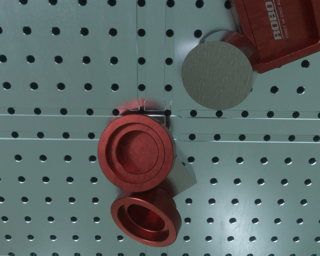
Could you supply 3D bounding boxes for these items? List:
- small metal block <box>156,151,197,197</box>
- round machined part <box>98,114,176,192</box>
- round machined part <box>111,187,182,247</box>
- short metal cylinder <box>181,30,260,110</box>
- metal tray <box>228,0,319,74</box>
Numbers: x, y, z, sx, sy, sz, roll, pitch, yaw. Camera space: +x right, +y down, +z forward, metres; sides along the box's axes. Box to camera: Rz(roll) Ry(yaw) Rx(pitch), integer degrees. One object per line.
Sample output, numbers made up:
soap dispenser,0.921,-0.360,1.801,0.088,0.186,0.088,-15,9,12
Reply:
small metal block,0.017,0.067,0.438,0.050,0.025,0.050,-34,107,11
round machined part,-0.027,0.031,0.403,0.098,0.042,0.097,0,91,12
round machined part,-0.016,0.118,0.434,0.098,0.042,0.097,13,129,17
short metal cylinder,0.071,-0.068,0.360,0.080,0.050,0.079,12,123,20
metal tray,0.134,-0.140,0.360,0.090,0.030,0.129,-21,109,7
